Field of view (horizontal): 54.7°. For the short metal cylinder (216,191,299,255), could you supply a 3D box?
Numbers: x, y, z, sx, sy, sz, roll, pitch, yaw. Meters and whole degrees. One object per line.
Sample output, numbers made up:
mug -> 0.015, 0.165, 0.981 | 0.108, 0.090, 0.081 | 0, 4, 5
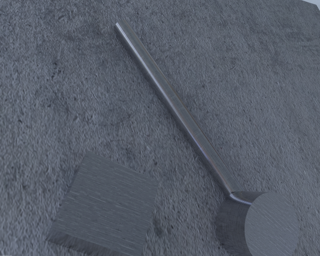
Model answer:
short metal cylinder -> 0.115, 0.116, 0.366 | 0.081, 0.050, 0.080 | 5, 79, -26

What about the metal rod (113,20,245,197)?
metal rod -> 0.021, -0.032, 0.436 | 0.025, 0.025, 0.299 | -24, 75, -37

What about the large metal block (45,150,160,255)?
large metal block -> -0.055, 0.081, 0.309 | 0.080, 0.050, 0.080 | 25, 53, -13
